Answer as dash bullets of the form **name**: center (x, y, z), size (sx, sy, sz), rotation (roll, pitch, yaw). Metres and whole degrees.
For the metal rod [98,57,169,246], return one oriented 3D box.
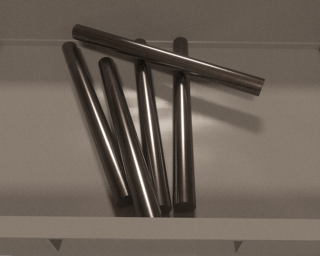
- **metal rod**: center (-0.044, 0.001, 0.388), size (0.025, 0.025, 0.300), rotation (-12, 46, -10)

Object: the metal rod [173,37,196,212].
- **metal rod**: center (0.031, -0.029, 0.429), size (0.025, 0.025, 0.300), rotation (1, 50, 1)

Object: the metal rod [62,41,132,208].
- **metal rod**: center (-0.093, -0.027, 0.426), size (0.025, 0.025, 0.300), rotation (-17, 52, -14)

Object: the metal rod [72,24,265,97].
- **metal rod**: center (0.002, -0.105, 0.458), size (0.301, 0.025, 0.025), rotation (20, 53, 16)

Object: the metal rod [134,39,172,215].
- **metal rod**: center (-0.017, -0.026, 0.426), size (0.025, 0.025, 0.300), rotation (-5, 50, -5)
